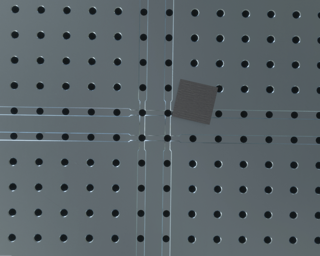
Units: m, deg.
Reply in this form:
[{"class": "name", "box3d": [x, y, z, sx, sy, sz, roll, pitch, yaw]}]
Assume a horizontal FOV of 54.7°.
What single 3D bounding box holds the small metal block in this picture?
[{"class": "small metal block", "box3d": [0.045, -0.034, 0.414, 0.050, 0.025, 0.050, 13, 90, -1]}]
